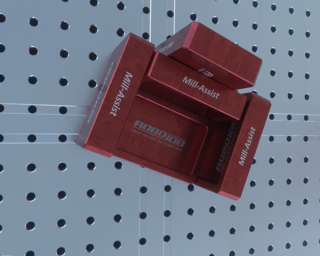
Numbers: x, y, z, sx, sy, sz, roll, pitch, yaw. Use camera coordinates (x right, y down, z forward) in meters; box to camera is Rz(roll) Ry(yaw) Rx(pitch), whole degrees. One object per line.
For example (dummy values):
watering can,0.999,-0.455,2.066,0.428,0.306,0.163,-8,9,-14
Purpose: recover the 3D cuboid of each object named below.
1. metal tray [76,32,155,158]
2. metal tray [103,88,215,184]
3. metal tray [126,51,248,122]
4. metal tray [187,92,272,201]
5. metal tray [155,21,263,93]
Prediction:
metal tray,-0.055,-0.035,0.357,0.030,0.090,0.130,23,82,-19
metal tray,0.000,0.011,0.409,0.131,0.030,0.090,23,82,-19
metal tray,0.031,-0.046,0.389,0.131,0.090,0.030,23,83,-19
metal tray,0.088,0.021,0.409,0.030,0.090,0.130,23,83,-19
metal tray,0.045,-0.075,0.372,0.090,0.130,0.030,24,83,-19
